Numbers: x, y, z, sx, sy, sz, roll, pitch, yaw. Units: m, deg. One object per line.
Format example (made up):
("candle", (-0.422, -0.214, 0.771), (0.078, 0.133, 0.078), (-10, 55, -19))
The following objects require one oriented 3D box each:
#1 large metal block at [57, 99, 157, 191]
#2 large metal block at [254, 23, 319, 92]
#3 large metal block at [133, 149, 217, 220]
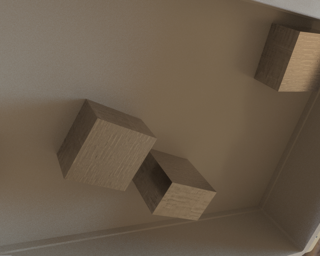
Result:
("large metal block", (-0.064, 0.022, 0.371), (0.080, 0.050, 0.080), (21, 107, -36))
("large metal block", (0.191, -0.098, 0.436), (0.081, 0.050, 0.079), (-4, 120, -27))
("large metal block", (0.017, 0.077, 0.430), (0.080, 0.080, 0.050), (19, 108, -36))
